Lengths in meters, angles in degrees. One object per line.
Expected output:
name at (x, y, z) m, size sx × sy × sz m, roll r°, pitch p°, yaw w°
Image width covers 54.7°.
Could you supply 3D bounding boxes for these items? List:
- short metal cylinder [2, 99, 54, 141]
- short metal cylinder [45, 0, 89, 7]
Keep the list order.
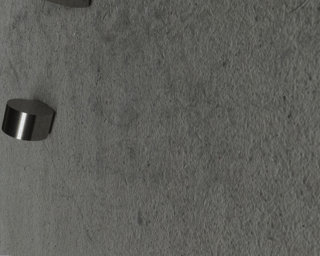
short metal cylinder at (-0.242, -0.016, 0.570) m, size 0.080 × 0.081 × 0.050 m, roll 31°, pitch 110°, yaw 35°
short metal cylinder at (-0.152, -0.230, 0.495) m, size 0.080 × 0.081 × 0.050 m, roll 14°, pitch 99°, yaw 39°
